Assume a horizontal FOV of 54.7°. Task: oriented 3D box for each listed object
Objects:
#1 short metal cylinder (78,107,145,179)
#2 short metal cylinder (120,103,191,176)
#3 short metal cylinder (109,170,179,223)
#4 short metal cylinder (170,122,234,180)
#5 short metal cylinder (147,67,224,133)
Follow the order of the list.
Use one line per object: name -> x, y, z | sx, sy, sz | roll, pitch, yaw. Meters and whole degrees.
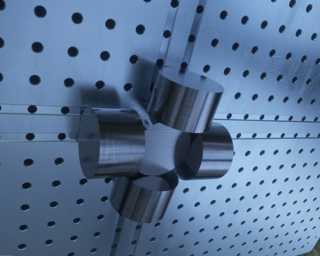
short metal cylinder -> -0.058, 0.017, 0.354 | 0.050, 0.080, 0.079 | 1, 118, -30
short metal cylinder -> -0.008, 0.014, 0.400 | 0.081, 0.050, 0.079 | -15, 125, -22
short metal cylinder -> -0.022, 0.079, 0.411 | 0.081, 0.080, 0.050 | 6, 115, -31
short metal cylinder -> 0.054, 0.031, 0.424 | 0.050, 0.080, 0.079 | 4, 117, -31
short metal cylinder -> 0.030, -0.035, 0.369 | 0.081, 0.080, 0.050 | 3, 117, -30
